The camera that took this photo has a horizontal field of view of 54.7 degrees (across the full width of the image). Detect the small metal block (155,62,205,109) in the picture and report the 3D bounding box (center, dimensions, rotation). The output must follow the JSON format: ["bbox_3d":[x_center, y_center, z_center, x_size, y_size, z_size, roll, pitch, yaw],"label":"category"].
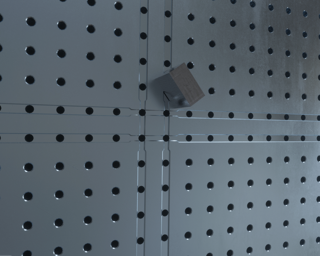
[{"bbox_3d":[0.026,-0.055,0.410,0.025,0.050,0.050,-38,103,-16],"label":"small metal block"}]
